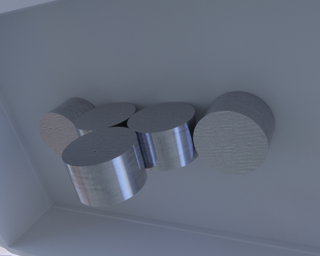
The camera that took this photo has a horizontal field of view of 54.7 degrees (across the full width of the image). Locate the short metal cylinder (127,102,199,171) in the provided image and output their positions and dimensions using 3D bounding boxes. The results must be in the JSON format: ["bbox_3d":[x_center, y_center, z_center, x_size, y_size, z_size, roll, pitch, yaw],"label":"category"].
[{"bbox_3d":[0.006,0.008,0.373,0.080,0.080,0.050,2,119,27],"label":"short metal cylinder"}]

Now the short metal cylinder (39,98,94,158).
[{"bbox_3d":[-0.130,0.002,0.460,0.080,0.050,0.079,13,124,21],"label":"short metal cylinder"}]

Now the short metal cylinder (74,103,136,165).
[{"bbox_3d":[-0.066,0.006,0.409,0.080,0.080,0.050,2,119,27],"label":"short metal cylinder"}]

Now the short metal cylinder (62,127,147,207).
[{"bbox_3d":[-0.059,0.039,0.338,0.080,0.080,0.050,2,119,27],"label":"short metal cylinder"}]

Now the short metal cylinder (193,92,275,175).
[{"bbox_3d":[0.084,0.005,0.349,0.080,0.050,0.079,13,124,21],"label":"short metal cylinder"}]
